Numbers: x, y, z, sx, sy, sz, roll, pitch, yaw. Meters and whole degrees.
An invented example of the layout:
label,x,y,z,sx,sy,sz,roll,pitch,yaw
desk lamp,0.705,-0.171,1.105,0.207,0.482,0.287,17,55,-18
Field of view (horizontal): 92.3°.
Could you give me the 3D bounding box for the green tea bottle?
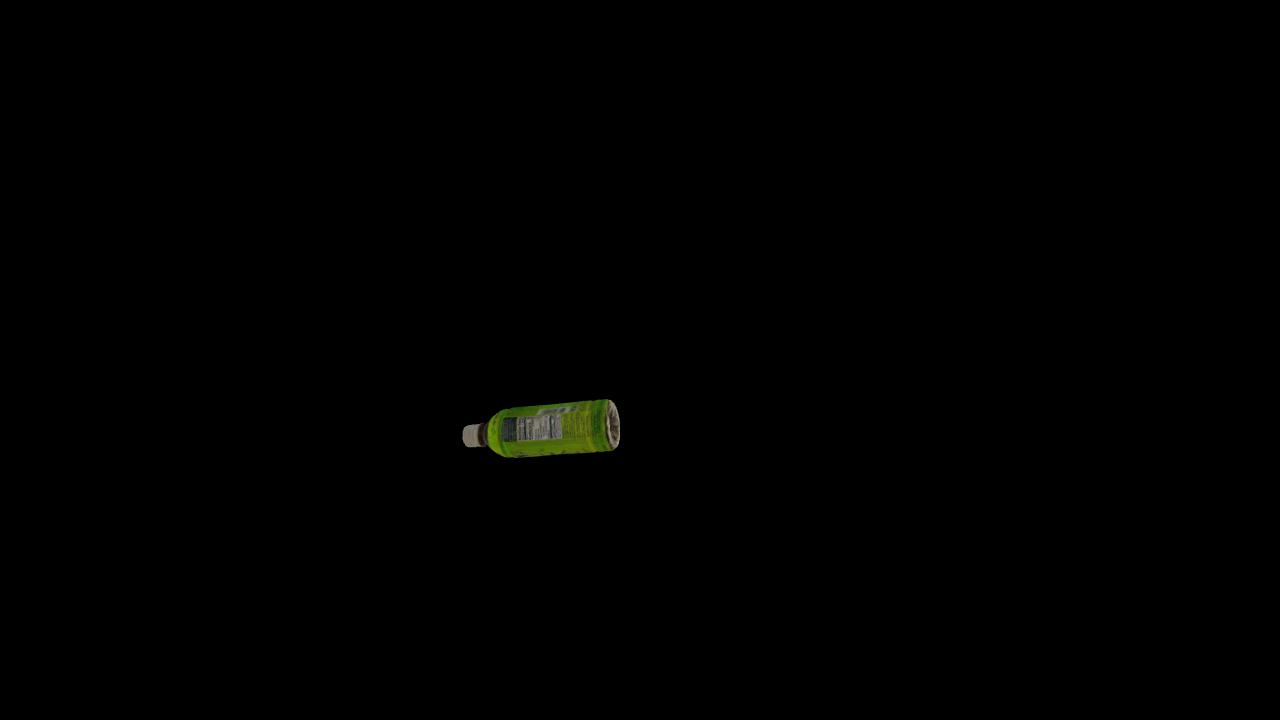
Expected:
label,x,y,z,sx,sy,sz,roll,pitch,yaw
green tea bottle,-0.136,0.094,0.826,0.212,0.073,0.073,-4,-1,11
